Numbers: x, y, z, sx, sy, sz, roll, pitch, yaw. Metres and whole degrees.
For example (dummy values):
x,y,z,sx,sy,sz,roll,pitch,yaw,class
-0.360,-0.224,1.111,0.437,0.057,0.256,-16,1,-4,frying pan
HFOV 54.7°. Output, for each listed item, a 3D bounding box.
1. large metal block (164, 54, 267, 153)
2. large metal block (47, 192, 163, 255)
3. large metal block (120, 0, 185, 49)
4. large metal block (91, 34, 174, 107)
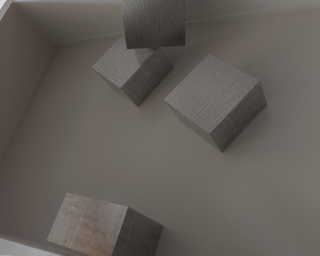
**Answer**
x,y,z,sx,sy,sz,roll,pitch,yaw,class
0.067,-0.031,0.374,0.080,0.050,0.080,-46,51,-4,large metal block
-0.055,0.112,0.331,0.080,0.080,0.050,4,64,30,large metal block
-0.008,-0.157,0.418,0.080,0.079,0.050,-3,40,0,large metal block
-0.042,-0.091,0.467,0.080,0.050,0.080,-48,51,-6,large metal block
